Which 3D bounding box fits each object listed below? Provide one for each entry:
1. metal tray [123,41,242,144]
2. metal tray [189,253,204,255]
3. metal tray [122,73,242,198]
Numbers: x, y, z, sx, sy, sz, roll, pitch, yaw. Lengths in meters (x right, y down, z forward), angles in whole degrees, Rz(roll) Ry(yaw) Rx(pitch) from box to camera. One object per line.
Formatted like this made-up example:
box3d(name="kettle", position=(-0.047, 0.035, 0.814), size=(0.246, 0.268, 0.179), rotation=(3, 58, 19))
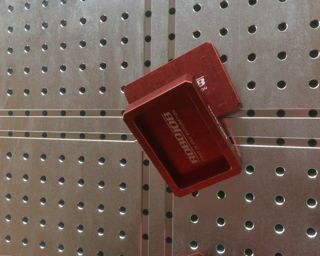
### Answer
box3d(name="metal tray", position=(0.027, -0.040, 0.401), size=(0.130, 0.030, 0.090), rotation=(-25, 82, 18))
box3d(name="metal tray", position=(0.036, 0.239, 0.397), size=(0.090, 0.030, 0.130), rotation=(-25, 82, 18))
box3d(name="metal tray", position=(0.028, 0.013, 0.369), size=(0.090, 0.030, 0.130), rotation=(-27, 109, 18))
